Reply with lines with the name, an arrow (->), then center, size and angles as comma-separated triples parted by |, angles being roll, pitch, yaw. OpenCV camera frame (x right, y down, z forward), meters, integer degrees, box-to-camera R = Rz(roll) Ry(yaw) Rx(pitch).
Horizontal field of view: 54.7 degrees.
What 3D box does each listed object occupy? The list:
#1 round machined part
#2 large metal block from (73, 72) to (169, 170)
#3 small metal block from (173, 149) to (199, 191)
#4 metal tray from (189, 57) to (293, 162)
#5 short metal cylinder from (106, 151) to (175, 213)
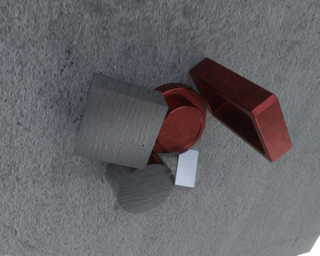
round machined part -> 0.020, -0.007, 0.406 | 0.099, 0.042, 0.097 | -14, 125, -21
large metal block -> -0.046, -0.007, 0.348 | 0.081, 0.050, 0.079 | 15, 112, -16
small metal block -> 0.035, 0.060, 0.436 | 0.025, 0.050, 0.050 | 9, 162, 1
metal tray -> 0.094, -0.025, 0.377 | 0.030, 0.130, 0.090 | -38, 130, -3
short metal cylinder -> -0.027, 0.068, 0.421 | 0.081, 0.050, 0.079 | -14, 125, -21
